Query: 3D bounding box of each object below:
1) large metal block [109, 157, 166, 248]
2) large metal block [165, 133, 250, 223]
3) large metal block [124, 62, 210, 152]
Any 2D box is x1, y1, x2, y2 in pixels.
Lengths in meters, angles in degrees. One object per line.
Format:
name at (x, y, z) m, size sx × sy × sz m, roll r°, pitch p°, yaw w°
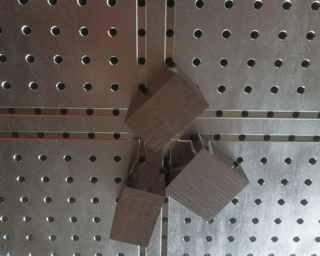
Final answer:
large metal block at (-0.029, 0.098, 0.420) m, size 0.050 × 0.080 × 0.079 m, roll 16°, pitch 109°, yaw -6°
large metal block at (0.060, 0.068, 0.426) m, size 0.080 × 0.050 × 0.080 m, roll 36°, pitch 106°, yaw -13°
large metal block at (0.007, -0.029, 0.374) m, size 0.080 × 0.080 × 0.050 m, roll -42°, pitch 105°, yaw 13°
